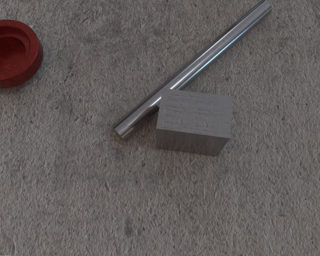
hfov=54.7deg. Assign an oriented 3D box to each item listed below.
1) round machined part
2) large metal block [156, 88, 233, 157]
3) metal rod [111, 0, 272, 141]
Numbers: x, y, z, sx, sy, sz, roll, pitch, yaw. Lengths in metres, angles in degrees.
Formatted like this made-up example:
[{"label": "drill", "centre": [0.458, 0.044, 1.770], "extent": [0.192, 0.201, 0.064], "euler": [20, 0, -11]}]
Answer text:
[{"label": "round machined part", "centre": [-0.212, -0.098, 0.432], "extent": [0.099, 0.042, 0.098], "euler": [0, 70, -1]}, {"label": "large metal block", "centre": [0.039, -0.004, 0.381], "extent": [0.080, 0.080, 0.050], "euler": [8, 70, 2]}, {"label": "metal rod", "centre": [0.054, -0.089, 0.441], "extent": [0.301, 0.025, 0.025], "euler": [-42, 76, -14]}]
